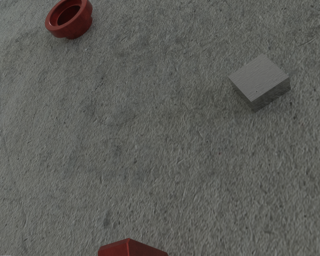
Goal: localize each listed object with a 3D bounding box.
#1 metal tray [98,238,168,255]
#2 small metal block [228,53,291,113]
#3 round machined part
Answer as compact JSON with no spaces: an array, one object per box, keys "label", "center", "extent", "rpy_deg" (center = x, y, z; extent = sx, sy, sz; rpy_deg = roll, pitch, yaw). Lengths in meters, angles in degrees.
[{"label":"metal tray","center":[-0.012,0.170,0.263],"extent":[0.030,0.090,0.130],"rpy_deg":[-22,54,15]},{"label":"small metal block","center":[0.120,-0.055,0.374],"extent":[0.050,0.025,0.050],"rpy_deg":[-34,52,5]},{"label":"round machined part","center":[-0.174,-0.215,0.614],"extent":[0.098,0.042,0.098],"rpy_deg":[-13,56,20]}]
